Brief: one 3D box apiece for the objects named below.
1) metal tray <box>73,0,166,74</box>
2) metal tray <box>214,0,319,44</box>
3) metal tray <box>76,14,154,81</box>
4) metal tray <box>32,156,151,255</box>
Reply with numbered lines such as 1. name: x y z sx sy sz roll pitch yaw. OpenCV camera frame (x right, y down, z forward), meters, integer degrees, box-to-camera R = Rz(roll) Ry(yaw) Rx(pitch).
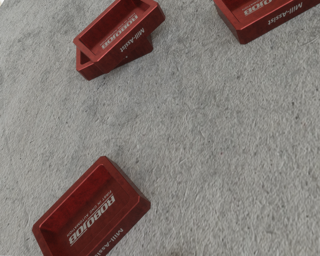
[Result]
1. metal tray: -0.066 -0.156 0.491 0.130 0.030 0.090 -44 51 -3
2. metal tray: 0.152 -0.183 0.433 0.130 0.030 0.090 -28 52 10
3. metal tray: -0.081 -0.145 0.531 0.130 0.030 0.090 -21 54 15
4. metal tray: -0.086 0.109 0.378 0.130 0.030 0.090 -46 51 -4
